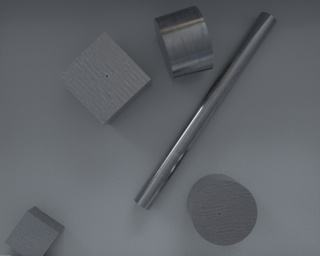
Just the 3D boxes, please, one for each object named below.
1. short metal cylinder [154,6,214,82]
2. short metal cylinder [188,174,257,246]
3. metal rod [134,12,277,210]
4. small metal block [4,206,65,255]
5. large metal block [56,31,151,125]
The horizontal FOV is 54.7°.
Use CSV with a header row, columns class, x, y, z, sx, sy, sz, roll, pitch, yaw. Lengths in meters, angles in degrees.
class,x,y,z,sx,sy,sz,roll,pitch,yaw
short metal cylinder,0.028,-0.104,0.384,0.050,0.080,0.080,-18,90,0
short metal cylinder,0.078,0.103,0.400,0.081,0.050,0.079,0,90,-1
metal rod,0.060,-0.023,0.412,0.025,0.025,0.299,34,90,-1
small metal block,-0.165,0.141,0.409,0.050,0.025,0.050,35,89,0
large metal block,-0.068,-0.060,0.398,0.080,0.050,0.080,-44,91,0
